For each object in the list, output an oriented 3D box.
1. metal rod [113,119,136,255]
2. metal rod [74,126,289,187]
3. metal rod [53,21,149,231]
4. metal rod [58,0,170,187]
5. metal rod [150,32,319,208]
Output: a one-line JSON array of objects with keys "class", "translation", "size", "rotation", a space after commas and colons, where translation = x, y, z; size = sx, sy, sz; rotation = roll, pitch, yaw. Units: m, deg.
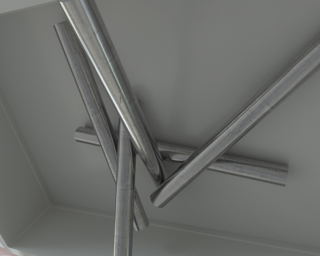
[{"class": "metal rod", "translation": [-0.047, 0.110, 0.413], "size": [0.025, 0.025, 0.298], "rotation": [3, 92, 26]}, {"class": "metal rod", "translation": [0.013, 0.033, 0.422], "size": [0.301, 0.025, 0.025], "rotation": [10, 123, 23]}, {"class": "metal rod", "translation": [-0.075, 0.006, 0.423], "size": [0.025, 0.025, 0.298], "rotation": [-11, 104, 33]}, {"class": "metal rod", "translation": [-0.028, -0.007, 0.338], "size": [0.025, 0.025, 0.299], "rotation": [9, 146, 23]}, {"class": "metal rod", "translation": [0.081, 0.004, 0.345], "size": [0.025, 0.025, 0.298], "rotation": [41, 122, 0]}]
